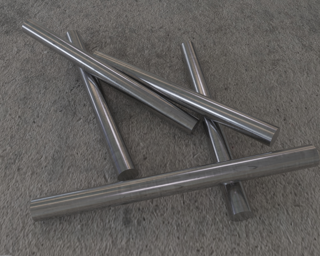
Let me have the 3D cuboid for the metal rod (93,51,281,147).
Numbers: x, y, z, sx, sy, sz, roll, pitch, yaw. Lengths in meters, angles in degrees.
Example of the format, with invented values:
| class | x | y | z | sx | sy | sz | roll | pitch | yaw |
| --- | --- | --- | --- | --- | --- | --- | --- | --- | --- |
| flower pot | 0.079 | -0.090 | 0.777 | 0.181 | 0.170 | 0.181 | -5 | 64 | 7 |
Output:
| class | x | y | z | sx | sy | sz | roll | pitch | yaw |
| --- | --- | --- | --- | --- | --- | --- | --- | --- | --- |
| metal rod | 0.014 | -0.051 | 0.422 | 0.300 | 0.025 | 0.025 | 28 | 55 | 30 |

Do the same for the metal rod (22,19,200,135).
| class | x | y | z | sx | sy | sz | roll | pitch | yaw |
| --- | --- | --- | --- | --- | --- | --- | --- | --- | --- |
| metal rod | -0.078 | -0.078 | 0.440 | 0.300 | 0.025 | 0.025 | 32 | 57 | 14 |

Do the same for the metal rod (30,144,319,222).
| class | x | y | z | sx | sy | sz | roll | pitch | yaw |
| --- | --- | --- | --- | --- | --- | --- | --- | --- | --- |
| metal rod | 0.016 | 0.058 | 0.330 | 0.302 | 0.025 | 0.025 | -11 | 51 | 0 |

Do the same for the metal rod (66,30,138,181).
| class | x | y | z | sx | sy | sz | roll | pitch | yaw |
| --- | --- | --- | --- | --- | --- | --- | --- | --- | --- |
| metal rod | -0.093 | -0.052 | 0.445 | 0.025 | 0.025 | 0.300 | -17 | 52 | -14 |

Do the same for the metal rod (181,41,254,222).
| class | x | y | z | sx | sy | sz | roll | pitch | yaw |
| --- | --- | --- | --- | --- | --- | --- | --- | --- | --- |
| metal rod | 0.066 | -0.021 | 0.420 | 0.025 | 0.025 | 0.300 | -6 | 50 | -5 |
